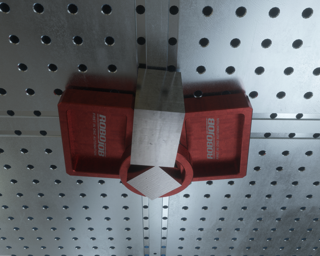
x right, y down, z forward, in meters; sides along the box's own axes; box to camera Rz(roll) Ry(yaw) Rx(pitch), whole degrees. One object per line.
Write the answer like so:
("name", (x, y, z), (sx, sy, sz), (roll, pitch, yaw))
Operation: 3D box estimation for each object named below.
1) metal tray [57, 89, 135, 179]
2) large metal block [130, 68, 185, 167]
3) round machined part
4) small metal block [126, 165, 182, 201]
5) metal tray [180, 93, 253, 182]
("metal tray", (-0.081, 0.013, 0.413), (0.091, 0.030, 0.129), (5, 130, -4))
("large metal block", (-0.005, -0.012, 0.360), (0.050, 0.080, 0.079), (5, 130, -4))
("round machined part", (-0.004, 0.049, 0.425), (0.099, 0.042, 0.097), (0, 130, 0))
("small metal block", (-0.007, 0.063, 0.405), (0.050, 0.025, 0.050), (-32, 124, 24))
("metal tray", (0.072, 0.018, 0.419), (0.091, 0.030, 0.129), (-5, 130, 4))
